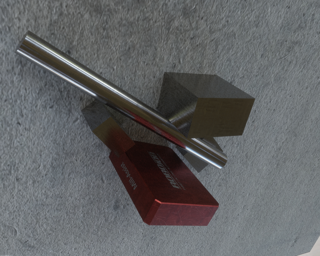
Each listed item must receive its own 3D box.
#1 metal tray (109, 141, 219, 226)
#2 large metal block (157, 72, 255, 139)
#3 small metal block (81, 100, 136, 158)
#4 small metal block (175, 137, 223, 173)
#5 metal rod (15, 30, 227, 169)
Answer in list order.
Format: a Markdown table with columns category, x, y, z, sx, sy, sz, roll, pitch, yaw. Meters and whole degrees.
| category | x | y | z | sx | sy | sz | roll | pitch | yaw |
| --- | --- | --- | --- | --- | --- | --- | --- | --- | --- |
| metal tray | 0.000 | 0.063 | 0.381 | 0.091 | 0.130 | 0.030 | 13 | 112 | -34 |
| large metal block | 0.054 | -0.030 | 0.384 | 0.081 | 0.080 | 0.050 | -2 | 120 | -28 |
| small metal block | -0.060 | -0.001 | 0.359 | 0.025 | 0.050 | 0.050 | -39 | 130 | -2 |
| small metal block | 0.059 | 0.032 | 0.463 | 0.050 | 0.025 | 0.050 | -41 | 130 | 0 |
| metal rod | -0.020 | -0.016 | 0.371 | 0.301 | 0.025 | 0.025 | 31 | 101 | -33 |
